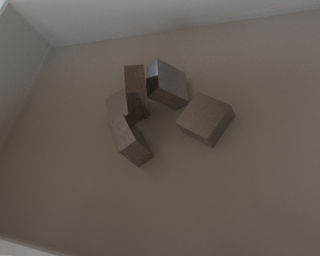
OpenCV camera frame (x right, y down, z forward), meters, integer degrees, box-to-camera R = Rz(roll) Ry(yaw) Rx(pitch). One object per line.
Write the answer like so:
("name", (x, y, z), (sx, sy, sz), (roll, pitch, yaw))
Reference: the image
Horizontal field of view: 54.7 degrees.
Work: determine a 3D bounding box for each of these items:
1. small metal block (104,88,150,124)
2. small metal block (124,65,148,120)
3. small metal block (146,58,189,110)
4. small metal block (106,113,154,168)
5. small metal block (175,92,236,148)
("small metal block", (-0.048, -0.030, 0.448), (0.050, 0.025, 0.050), (-29, 52, 9))
("small metal block", (-0.031, -0.046, 0.400), (0.025, 0.050, 0.050), (-5, 51, -4))
("small metal block", (0.009, -0.058, 0.416), (0.025, 0.050, 0.050), (-36, 46, 40))
("small metal block", (-0.038, 0.016, 0.398), (0.025, 0.050, 0.050), (-35, 52, 5))
("small metal block", (0.056, -0.011, 0.382), (0.050, 0.025, 0.050), (29, 77, 37))
